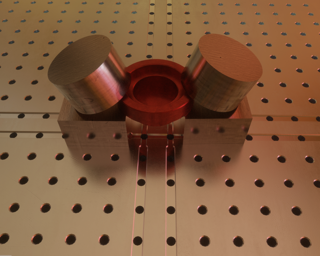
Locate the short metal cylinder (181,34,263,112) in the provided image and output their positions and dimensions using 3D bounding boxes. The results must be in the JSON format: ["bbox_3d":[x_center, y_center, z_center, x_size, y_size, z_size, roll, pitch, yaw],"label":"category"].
[{"bbox_3d":[0.071,-0.065,0.365,0.081,0.050,0.080,13,48,-15],"label":"short metal cylinder"}]

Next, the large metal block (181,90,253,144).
[{"bbox_3d":[0.070,-0.026,0.413,0.081,0.050,0.080,-1,50,-1],"label":"large metal block"}]

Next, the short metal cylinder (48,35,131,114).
[{"bbox_3d":[-0.081,-0.063,0.362,0.080,0.050,0.080,-13,49,16],"label":"short metal cylinder"}]

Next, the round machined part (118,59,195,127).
[{"bbox_3d":[-0.005,-0.041,0.392,0.099,0.042,0.098,0,50,0],"label":"round machined part"}]

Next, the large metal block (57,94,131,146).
[{"bbox_3d":[-0.080,-0.023,0.410,0.080,0.050,0.080,1,50,0],"label":"large metal block"}]
